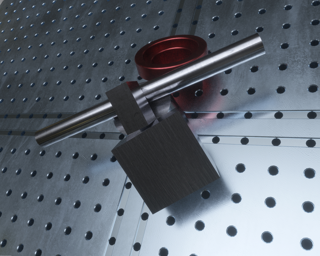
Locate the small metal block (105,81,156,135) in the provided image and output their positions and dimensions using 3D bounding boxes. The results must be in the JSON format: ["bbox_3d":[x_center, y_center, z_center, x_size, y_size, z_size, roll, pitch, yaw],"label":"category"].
[{"bbox_3d":[-0.030,-0.024,0.343,0.025,0.050,0.050,-26,95,12],"label":"small metal block"}]

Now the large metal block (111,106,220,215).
[{"bbox_3d":[0.007,0.032,0.338,0.080,0.050,0.080,-31,97,8],"label":"large metal block"}]

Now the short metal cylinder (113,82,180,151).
[{"bbox_3d":[-0.013,-0.014,0.406,0.080,0.050,0.080,-13,56,20],"label":"short metal cylinder"}]

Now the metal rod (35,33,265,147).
[{"bbox_3d":[-0.024,-0.040,0.379,0.301,0.025,0.025,-22,54,14],"label":"metal rod"}]

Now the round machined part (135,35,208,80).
[{"bbox_3d":[0.018,-0.088,0.426,0.098,0.042,0.098,-9,37,7],"label":"round machined part"}]
